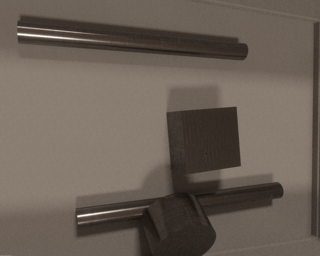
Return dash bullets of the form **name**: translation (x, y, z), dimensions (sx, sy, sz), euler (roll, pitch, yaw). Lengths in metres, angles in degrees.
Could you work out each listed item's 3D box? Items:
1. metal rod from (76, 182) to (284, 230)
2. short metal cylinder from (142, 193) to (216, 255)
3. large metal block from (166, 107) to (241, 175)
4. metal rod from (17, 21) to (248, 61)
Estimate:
- **metal rod**: translation (0.041, 0.103, 0.427), dimensions (0.303, 0.025, 0.025), euler (-3, 91, -21)
- **short metal cylinder**: translation (0.023, 0.127, 0.387), dimensions (0.081, 0.050, 0.079), euler (-11, 129, -14)
- **large metal block**: translation (0.058, 0.015, 0.420), dimensions (0.081, 0.050, 0.079), euler (-5, 92, -20)
- **metal rod**: translation (-0.019, -0.110, 0.404), dimensions (0.303, 0.025, 0.025), euler (-1, 91, -21)
